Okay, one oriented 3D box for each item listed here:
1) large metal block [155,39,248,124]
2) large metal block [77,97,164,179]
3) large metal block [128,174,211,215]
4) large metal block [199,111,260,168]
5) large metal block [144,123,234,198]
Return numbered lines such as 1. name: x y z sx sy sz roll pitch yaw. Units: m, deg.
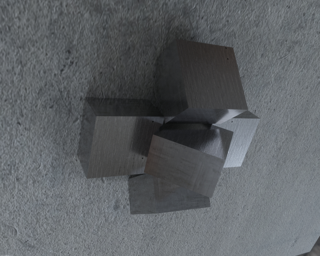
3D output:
1. large metal block: 0.047 -0.051 0.361 0.081 0.080 0.050 0 162 -28
2. large metal block: -0.049 0.010 0.373 0.081 0.050 0.079 -1 119 -29
3. large metal block: 0.010 0.089 0.427 0.081 0.080 0.050 2 75 -29
4. large metal block: 0.083 0.010 0.442 0.081 0.050 0.079 0 119 -29
5. large metal block: 0.037 0.028 0.369 0.080 0.080 0.050 19 116 11
